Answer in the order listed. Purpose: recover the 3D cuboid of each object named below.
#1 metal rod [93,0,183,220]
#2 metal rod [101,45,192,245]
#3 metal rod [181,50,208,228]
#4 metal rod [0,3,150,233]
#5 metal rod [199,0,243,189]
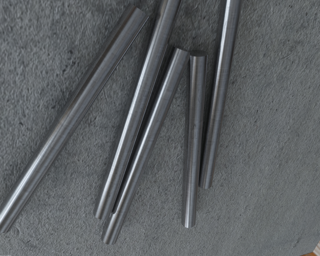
[{"bbox_3d":[-0.034,-0.010,0.381,0.025,0.025,0.298,6,115,-31],"label":"metal rod"},{"bbox_3d":[-0.026,0.037,0.415,0.025,0.025,0.298,8,114,-32],"label":"metal rod"},{"bbox_3d":[0.047,0.036,0.454,0.025,0.025,0.298,-14,125,-21],"label":"metal rod"},{"bbox_3d":[-0.107,-0.002,0.346,0.025,0.025,0.299,27,103,-38],"label":"metal rod"},{"bbox_3d":[0.078,-0.038,0.425,0.025,0.025,0.298,-11,123,-22],"label":"metal rod"}]
